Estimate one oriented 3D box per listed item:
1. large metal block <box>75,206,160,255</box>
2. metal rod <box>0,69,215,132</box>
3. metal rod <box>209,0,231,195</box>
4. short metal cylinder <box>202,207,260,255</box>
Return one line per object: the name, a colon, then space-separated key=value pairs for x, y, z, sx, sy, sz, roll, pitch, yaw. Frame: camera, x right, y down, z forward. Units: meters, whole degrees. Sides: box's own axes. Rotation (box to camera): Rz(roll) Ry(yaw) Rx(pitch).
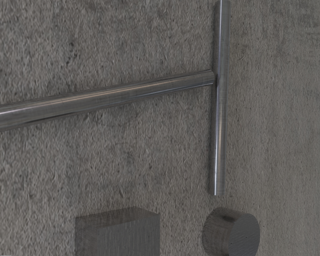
large metal block: x=-0.047 y=0.139 z=0.349 sx=0.081 sy=0.050 sz=0.079 roll=0 pitch=90 yaw=-40
metal rod: x=-0.041 y=-0.041 z=0.370 sx=0.302 sy=0.025 sz=0.025 roll=-17 pitch=101 yaw=-39
metal rod: x=0.094 y=-0.047 z=0.482 sx=0.025 sy=0.025 sz=0.298 roll=4 pitch=88 yaw=-40
short metal cylinder: x=0.111 y=0.168 z=0.482 sx=0.081 sy=0.050 sz=0.079 roll=0 pitch=90 yaw=-40
